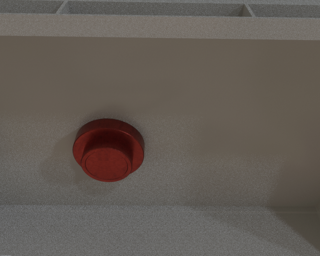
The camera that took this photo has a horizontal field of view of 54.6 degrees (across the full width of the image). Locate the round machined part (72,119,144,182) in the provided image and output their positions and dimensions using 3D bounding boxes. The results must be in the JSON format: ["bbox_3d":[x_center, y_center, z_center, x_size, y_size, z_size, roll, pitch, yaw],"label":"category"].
[{"bbox_3d":[-0.071,0.038,0.429,0.099,0.042,0.097,0,130,0],"label":"round machined part"}]
